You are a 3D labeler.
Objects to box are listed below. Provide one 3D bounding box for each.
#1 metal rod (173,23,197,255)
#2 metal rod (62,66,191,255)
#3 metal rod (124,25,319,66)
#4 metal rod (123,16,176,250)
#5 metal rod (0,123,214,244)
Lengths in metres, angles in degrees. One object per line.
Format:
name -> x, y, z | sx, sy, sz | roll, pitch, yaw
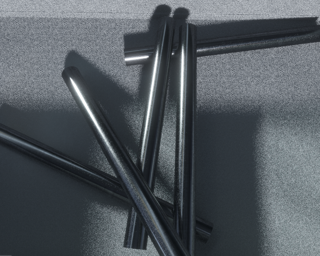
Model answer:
metal rod -> 0.032, 0.002, 0.381 | 0.025, 0.025, 0.299 | 3, 70, 1
metal rod -> -0.052, 0.026, 0.359 | 0.025, 0.025, 0.300 | -29, 58, -10
metal rod -> 0.099, -0.122, 0.454 | 0.302, 0.025, 0.025 | -8, 70, -3
metal rod -> -0.008, -0.010, 0.385 | 0.025, 0.025, 0.299 | 7, 70, 2
metal rod -> -0.079, 0.064, 0.385 | 0.301, 0.025, 0.025 | 24, 72, 8
